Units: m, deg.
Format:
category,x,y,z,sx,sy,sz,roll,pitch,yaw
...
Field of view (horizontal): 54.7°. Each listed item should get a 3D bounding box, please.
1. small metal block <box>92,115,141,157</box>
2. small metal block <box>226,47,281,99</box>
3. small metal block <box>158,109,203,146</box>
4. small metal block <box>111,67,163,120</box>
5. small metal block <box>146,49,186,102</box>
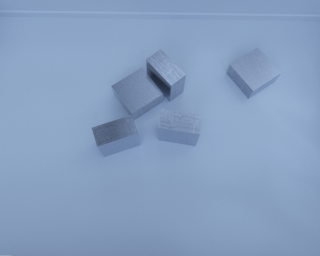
category,x,y,z,sx,sy,sz,roll,pitch,yaw
small metal block,-0.054,0.011,0.392,0.050,0.050,0.025,-18,71,-7
small metal block,0.132,-0.078,0.439,0.050,0.025,0.050,-33,73,-11
small metal block,0.025,0.001,0.396,0.050,0.050,0.025,9,71,3
small metal block,-0.031,-0.047,0.426,0.050,0.025,0.050,-34,74,-12
small metal block,0.008,-0.070,0.422,0.025,0.050,0.050,-38,75,-12
